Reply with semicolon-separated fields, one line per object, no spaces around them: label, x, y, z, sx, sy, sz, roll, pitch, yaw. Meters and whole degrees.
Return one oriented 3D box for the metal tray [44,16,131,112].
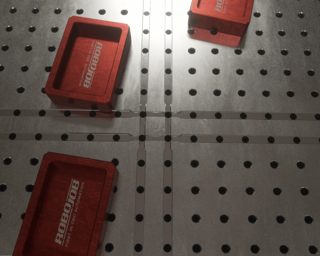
metal tray;-0.099;-0.093;0.441;0.091;0.030;0.130;10;70;3

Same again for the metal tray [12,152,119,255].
metal tray;-0.108;0.100;0.371;0.091;0.030;0.130;9;70;3

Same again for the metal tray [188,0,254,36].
metal tray;0.102;-0.215;0.488;0.090;0.030;0.130;13;70;4
